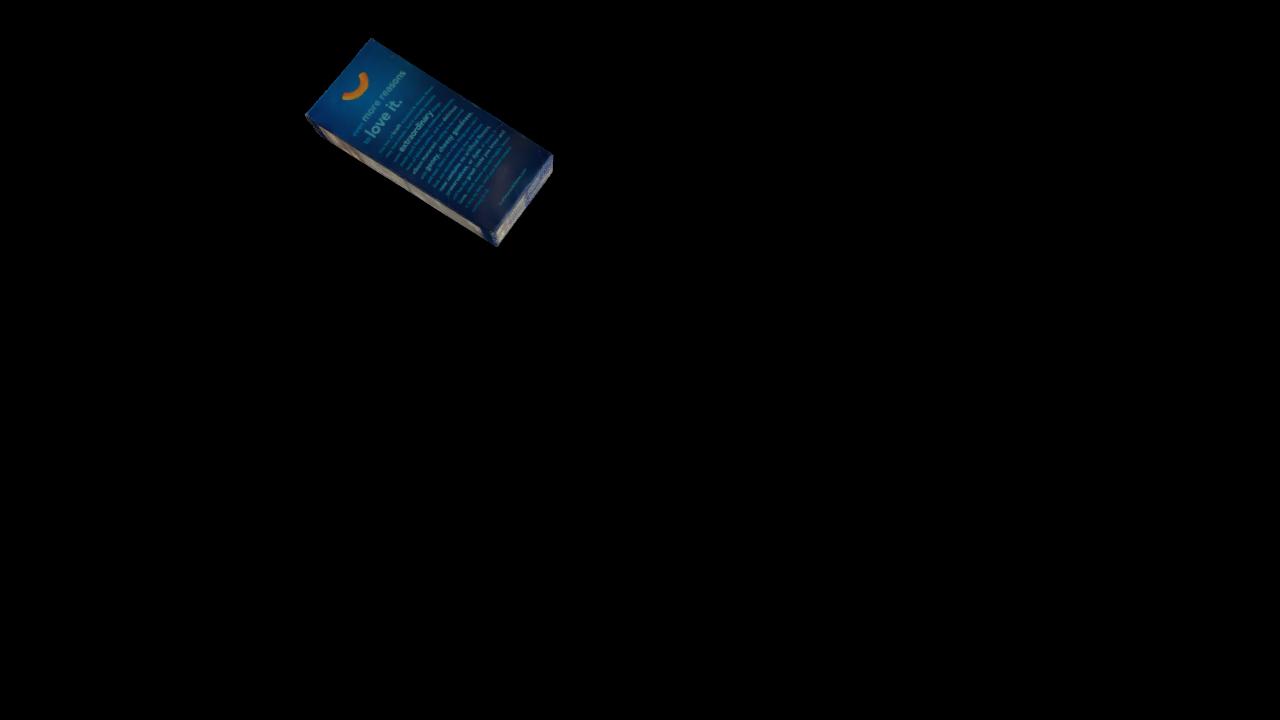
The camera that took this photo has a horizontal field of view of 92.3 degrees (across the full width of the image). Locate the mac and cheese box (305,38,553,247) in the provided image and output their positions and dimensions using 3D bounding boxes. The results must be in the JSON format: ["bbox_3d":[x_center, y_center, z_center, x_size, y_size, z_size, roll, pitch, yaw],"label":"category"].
[{"bbox_3d":[-0.178,-0.187,0.534,0.184,0.093,0.041,33,-11,-1],"label":"mac and cheese box"}]
